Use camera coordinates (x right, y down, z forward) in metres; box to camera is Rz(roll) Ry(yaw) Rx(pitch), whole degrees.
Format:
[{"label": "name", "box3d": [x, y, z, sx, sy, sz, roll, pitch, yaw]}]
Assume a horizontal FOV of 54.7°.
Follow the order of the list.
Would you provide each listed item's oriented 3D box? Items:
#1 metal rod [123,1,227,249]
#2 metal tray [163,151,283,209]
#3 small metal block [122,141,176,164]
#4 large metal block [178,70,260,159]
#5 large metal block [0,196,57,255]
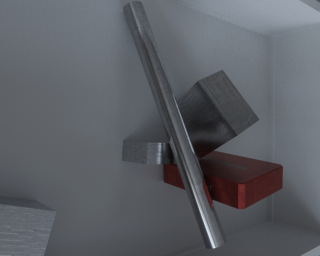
[{"label": "metal rod", "box3d": [0.015, -0.009, 0.366, 0.025, 0.025, 0.299, -14, 82, -39]}, {"label": "metal tray", "box3d": [0.079, 0.060, 0.405, 0.091, 0.130, 0.030, -11, 104, -40]}, {"label": "small metal block", "box3d": [-0.011, 0.030, 0.383, 0.050, 0.050, 0.025, 5, 87, -40]}, {"label": "large metal block", "box3d": [0.068, -0.017, 0.412, 0.050, 0.080, 0.080, -29, 81, -37]}, {"label": "large metal block", "box3d": [-0.148, 0.102, 0.267, 0.080, 0.050, 0.080, 22, 76, -38]}]
